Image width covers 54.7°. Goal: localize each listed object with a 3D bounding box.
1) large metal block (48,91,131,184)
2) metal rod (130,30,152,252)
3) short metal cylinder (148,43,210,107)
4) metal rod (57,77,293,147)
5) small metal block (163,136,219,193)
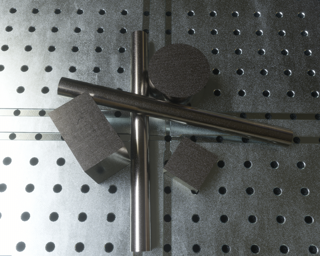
[{"bbox_3d":[-0.081,0.015,0.375,0.050,0.080,0.080,-33,74,-11],"label":"large metal block"},{"bbox_3d":[-0.026,0.003,0.410,0.025,0.025,0.299,-1,70,-1],"label":"metal rod"},{"bbox_3d":[0.025,-0.067,0.423,0.081,0.050,0.080,0,70,0],"label":"short metal cylinder"},{"bbox_3d":[0.023,-0.019,0.399,0.302,0.025,0.025,12,70,-4],"label":"metal rod"},{"bbox_3d":[0.039,0.047,0.396,0.050,0.025,0.050,32,73,10],"label":"small metal block"}]
